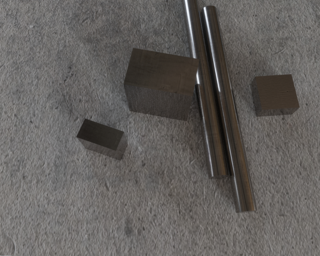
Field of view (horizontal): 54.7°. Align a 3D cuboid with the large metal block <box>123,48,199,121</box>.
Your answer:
[{"bbox_3d":[0.002,-0.053,0.398,0.080,0.080,0.050,10,71,3],"label":"large metal block"}]

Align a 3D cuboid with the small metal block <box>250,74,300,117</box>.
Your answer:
[{"bbox_3d":[0.157,-0.045,0.426,0.050,0.025,0.050,-4,70,-2],"label":"small metal block"}]

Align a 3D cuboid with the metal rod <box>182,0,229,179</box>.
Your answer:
[{"bbox_3d":[0.059,-0.078,0.437,0.025,0.025,0.299,-5,70,-2],"label":"metal rod"}]

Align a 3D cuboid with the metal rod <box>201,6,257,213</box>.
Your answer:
[{"bbox_3d":[0.090,-0.039,0.423,0.025,0.025,0.299,-5,70,-2],"label":"metal rod"}]

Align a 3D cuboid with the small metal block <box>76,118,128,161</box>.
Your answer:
[{"bbox_3d":[-0.071,0.016,0.388,0.050,0.050,0.025,19,71,6],"label":"small metal block"}]
